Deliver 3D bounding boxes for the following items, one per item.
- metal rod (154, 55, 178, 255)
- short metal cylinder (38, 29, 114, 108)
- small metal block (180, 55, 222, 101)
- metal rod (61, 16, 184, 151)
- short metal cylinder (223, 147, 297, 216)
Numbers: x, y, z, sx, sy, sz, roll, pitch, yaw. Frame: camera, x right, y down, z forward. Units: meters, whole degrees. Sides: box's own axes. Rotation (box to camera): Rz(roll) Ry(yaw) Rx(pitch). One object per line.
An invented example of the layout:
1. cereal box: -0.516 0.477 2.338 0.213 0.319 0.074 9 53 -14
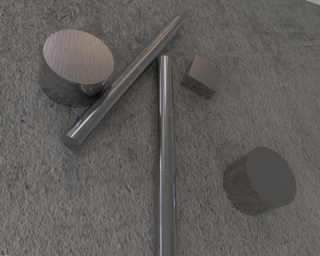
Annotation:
1. metal rod: 0.006 0.027 0.390 0.025 0.025 0.299 13 56 -21
2. short metal cylinder: -0.102 -0.072 0.376 0.081 0.050 0.080 14 56 -21
3. small metal block: 0.066 -0.079 0.487 0.050 0.025 0.050 29 52 -10
4. metal rod: -0.034 -0.082 0.434 0.025 0.025 0.301 36 51 -4
5. short metal cylinder: 0.133 0.072 0.415 0.081 0.050 0.080 14 56 -21
